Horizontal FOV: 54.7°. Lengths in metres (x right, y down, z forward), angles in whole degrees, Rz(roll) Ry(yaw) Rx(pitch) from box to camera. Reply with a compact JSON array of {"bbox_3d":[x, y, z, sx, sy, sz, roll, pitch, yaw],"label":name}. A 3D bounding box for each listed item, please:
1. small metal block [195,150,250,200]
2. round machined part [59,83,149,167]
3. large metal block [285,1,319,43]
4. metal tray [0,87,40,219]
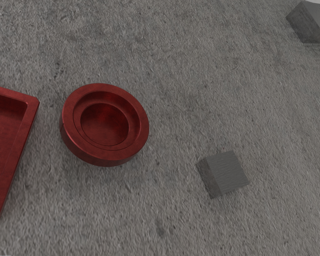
[{"bbox_3d":[0.083,0.061,0.411,0.050,0.025,0.050,-10,67,-32],"label":"small metal block"},{"bbox_3d":[-0.066,0.000,0.358,0.099,0.042,0.098,14,56,-21],"label":"round machined part"},{"bbox_3d":[0.360,-0.248,0.732,0.081,0.050,0.080,-9,66,-32],"label":"large metal block"},{"bbox_3d":[-0.179,0.017,0.293,0.091,0.030,0.130,17,55,-18],"label":"metal tray"}]
